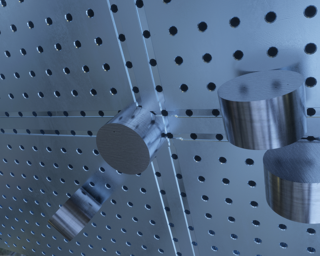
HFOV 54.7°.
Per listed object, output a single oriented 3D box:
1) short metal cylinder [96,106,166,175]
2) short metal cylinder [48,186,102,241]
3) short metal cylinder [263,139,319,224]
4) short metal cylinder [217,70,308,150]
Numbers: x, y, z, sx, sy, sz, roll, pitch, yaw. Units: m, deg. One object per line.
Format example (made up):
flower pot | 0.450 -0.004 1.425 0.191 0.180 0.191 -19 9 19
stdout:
short metal cylinder | -0.039 0.017 0.424 0.080 0.050 0.079 13 124 20
short metal cylinder | -0.149 0.150 0.544 0.050 0.080 0.080 43 129 -2
short metal cylinder | 0.153 0.054 0.328 0.080 0.080 0.050 1 119 27
short metal cylinder | 0.102 -0.020 0.309 0.080 0.080 0.050 -2 118 29
